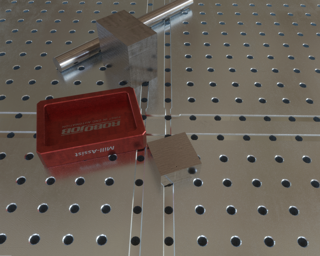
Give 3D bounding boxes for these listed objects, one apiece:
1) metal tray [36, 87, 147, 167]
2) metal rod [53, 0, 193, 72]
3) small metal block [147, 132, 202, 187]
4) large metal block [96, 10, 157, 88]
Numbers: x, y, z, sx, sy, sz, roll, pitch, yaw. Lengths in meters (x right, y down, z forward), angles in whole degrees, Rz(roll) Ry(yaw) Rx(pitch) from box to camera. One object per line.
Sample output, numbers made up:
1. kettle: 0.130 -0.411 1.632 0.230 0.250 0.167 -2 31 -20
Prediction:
1. metal tray: -0.090 -0.005 0.407 0.131 0.030 0.090 -11 51 -9
2. metal rod: -0.052 -0.178 0.556 0.302 0.025 0.025 -35 59 -26
3. small metal block: 0.016 0.037 0.377 0.050 0.025 0.050 -15 52 -13
4. large metal block: -0.049 -0.119 0.471 0.050 0.080 0.080 -32 57 -24
